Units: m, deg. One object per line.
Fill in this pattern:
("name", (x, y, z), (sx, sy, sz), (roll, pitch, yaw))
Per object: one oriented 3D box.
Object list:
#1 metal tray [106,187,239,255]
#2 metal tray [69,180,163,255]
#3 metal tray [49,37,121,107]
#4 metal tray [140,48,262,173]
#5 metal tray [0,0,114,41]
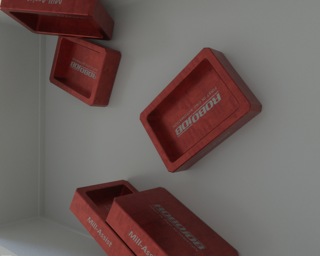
("metal tray", (0.013, 0.123, 0.352), (0.130, 0.091, 0.030), (36, 112, 34))
("metal tray", (-0.042, 0.120, 0.396), (0.130, 0.091, 0.030), (35, 112, 34))
("metal tray", (-0.126, -0.098, 0.504), (0.130, 0.030, 0.089), (29, 108, 36))
("metal tray", (0.041, -0.018, 0.367), (0.129, 0.030, 0.090), (-44, 64, 31))
("metal tray", (-0.141, -0.160, 0.441), (0.131, 0.090, 0.030), (8, 86, 8))
